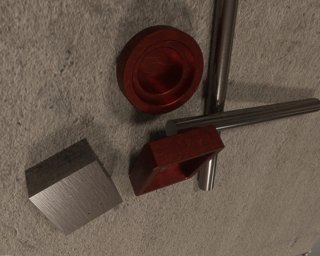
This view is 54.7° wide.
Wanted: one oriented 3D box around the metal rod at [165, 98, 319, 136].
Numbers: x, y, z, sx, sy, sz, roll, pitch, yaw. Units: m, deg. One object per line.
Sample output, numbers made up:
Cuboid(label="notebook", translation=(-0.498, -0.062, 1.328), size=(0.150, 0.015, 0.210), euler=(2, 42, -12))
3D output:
Cuboid(label="metal rod", translation=(0.139, -0.018, 0.449), size=(0.303, 0.025, 0.025), euler=(-10, 123, -33))

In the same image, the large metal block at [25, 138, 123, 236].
Cuboid(label="large metal block", translation=(-0.104, 0.072, 0.380), size=(0.080, 0.050, 0.080), euler=(-30, 129, -10))

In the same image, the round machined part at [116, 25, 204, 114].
Cuboid(label="round machined part", translation=(-0.003, -0.068, 0.353), size=(0.099, 0.042, 0.097), euler=(-14, 125, -21))

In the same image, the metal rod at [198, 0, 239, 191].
Cuboid(label="metal rod", translation=(0.077, -0.032, 0.430), size=(0.025, 0.025, 0.298), euler=(-13, 124, -22))

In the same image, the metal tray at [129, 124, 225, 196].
Cuboid(label="metal tray", translation=(0.015, 0.046, 0.397), size=(0.091, 0.030, 0.129), euler=(-15, 159, -20))
